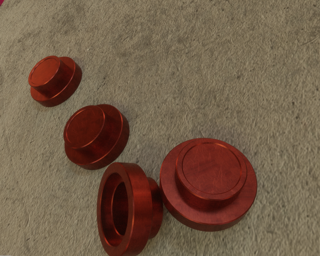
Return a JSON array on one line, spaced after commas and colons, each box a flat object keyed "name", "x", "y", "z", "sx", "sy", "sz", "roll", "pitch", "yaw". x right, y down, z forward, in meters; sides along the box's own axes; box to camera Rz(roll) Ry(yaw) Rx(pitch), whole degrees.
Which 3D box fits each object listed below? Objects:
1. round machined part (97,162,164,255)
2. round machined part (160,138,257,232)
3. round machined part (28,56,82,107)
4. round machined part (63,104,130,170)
[{"name": "round machined part", "x": -0.031, "y": 0.087, "z": 0.336, "sx": 0.098, "sy": 0.042, "sz": 0.098, "roll": -17, "pitch": 69, "yaw": 57}, {"name": "round machined part", "x": 0.049, "y": 0.049, "z": 0.313, "sx": 0.099, "sy": 0.042, "sz": 0.098, "roll": 1, "pitch": 53, "yaw": -1}, {"name": "round machined part", "x": -0.192, "y": -0.089, "z": 0.549, "sx": 0.098, "sy": 0.042, "sz": 0.098, "roll": -13, "pitch": 56, "yaw": 21}, {"name": "round machined part", "x": -0.096, "y": 0.007, "z": 0.440, "sx": 0.098, "sy": 0.042, "sz": 0.098, "roll": -13, "pitch": 56, "yaw": 21}]
